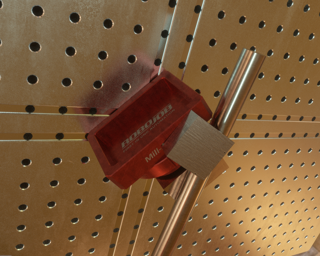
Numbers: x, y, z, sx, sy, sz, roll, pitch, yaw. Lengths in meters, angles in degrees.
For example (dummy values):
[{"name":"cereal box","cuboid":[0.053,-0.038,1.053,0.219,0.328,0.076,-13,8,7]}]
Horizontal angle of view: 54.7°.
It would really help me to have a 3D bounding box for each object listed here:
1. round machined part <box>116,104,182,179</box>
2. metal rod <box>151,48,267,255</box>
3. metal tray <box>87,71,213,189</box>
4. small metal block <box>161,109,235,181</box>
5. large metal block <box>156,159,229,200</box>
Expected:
[{"name":"round machined part","cuboid":[-0.002,0.020,0.382,0.098,0.098,0.042,-41,130,-1]},{"name":"metal rod","cuboid":[0.047,0.053,0.367,0.025,0.025,0.298,7,115,-32]},{"name":"metal tray","cuboid":[-0.016,-0.002,0.360,0.130,0.090,0.030,-40,130,-2]},{"name":"small metal block","cuboid":[0.038,0.018,0.318,0.050,0.025,0.050,35,97,-20]},{"name":"large metal block","cuboid":[0.030,0.043,0.417,0.080,0.080,0.050,-40,130,-1]}]
